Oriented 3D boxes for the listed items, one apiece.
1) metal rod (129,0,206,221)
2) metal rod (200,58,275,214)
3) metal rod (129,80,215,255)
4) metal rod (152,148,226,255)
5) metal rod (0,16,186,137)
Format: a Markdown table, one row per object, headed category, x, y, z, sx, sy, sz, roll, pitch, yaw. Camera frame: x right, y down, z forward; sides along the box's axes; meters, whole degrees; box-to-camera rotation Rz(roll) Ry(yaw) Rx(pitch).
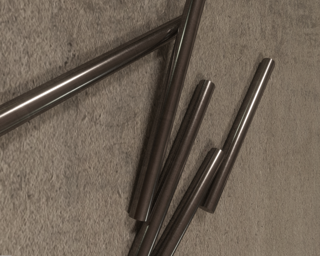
| category | x | y | z | sx | sy | sz | roll | pitch | yaw |
| --- | --- | --- | --- | --- | --- | --- | --- | --- | --- |
| metal rod | 0.011 | -0.032 | 0.396 | 0.025 | 0.025 | 0.299 | 18 | 84 | -39 |
| metal rod | 0.136 | 0.000 | 0.521 | 0.025 | 0.025 | 0.300 | 43 | 64 | -32 |
| metal rod | 0.015 | 0.065 | 0.419 | 0.025 | 0.025 | 0.300 | 36 | 68 | -35 |
| metal rod | 0.015 | 0.151 | 0.419 | 0.025 | 0.025 | 0.301 | 49 | 61 | -29 |
| metal rod | -0.052 | -0.080 | 0.362 | 0.302 | 0.025 | 0.025 | -38 | 114 | -34 |
